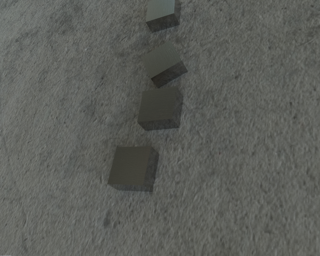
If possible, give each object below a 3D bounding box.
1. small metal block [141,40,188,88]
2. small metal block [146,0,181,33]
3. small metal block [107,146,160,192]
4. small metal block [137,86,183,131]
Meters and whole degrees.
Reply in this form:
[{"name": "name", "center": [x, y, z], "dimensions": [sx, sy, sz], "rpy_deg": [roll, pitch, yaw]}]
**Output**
[{"name": "small metal block", "center": [0.006, -0.094, 0.457], "dimensions": [0.050, 0.025, 0.050], "rpy_deg": [-29, 52, 9]}, {"name": "small metal block", "center": [0.006, -0.192, 0.517], "dimensions": [0.050, 0.025, 0.050], "rpy_deg": [-9, 58, 23]}, {"name": "small metal block", "center": [-0.033, 0.051, 0.388], "dimensions": [0.050, 0.025, 0.050], "rpy_deg": [-3, 60, 26]}, {"name": "small metal block", "center": [0.001, -0.026, 0.418], "dimensions": [0.050, 0.025, 0.050], "rpy_deg": [-5, 59, 25]}]
